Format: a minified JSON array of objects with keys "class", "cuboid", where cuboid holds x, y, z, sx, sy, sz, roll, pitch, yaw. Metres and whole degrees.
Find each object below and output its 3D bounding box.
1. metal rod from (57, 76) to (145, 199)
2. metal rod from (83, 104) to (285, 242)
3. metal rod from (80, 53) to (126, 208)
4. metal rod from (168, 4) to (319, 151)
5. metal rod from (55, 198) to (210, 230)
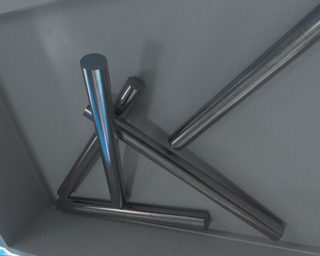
[{"class":"metal rod","cuboid":[-0.104,0.032,0.483,0.025,0.025,0.298,41,129,0]},{"class":"metal rod","cuboid":[0.032,0.057,0.408,0.301,0.025,0.025,34,129,-2]},{"class":"metal rod","cuboid":[-0.065,0.031,0.406,0.025,0.025,0.298,22,144,15]},{"class":"metal rod","cuboid":[0.106,-0.060,0.315,0.025,0.025,0.299,44,129,-3]},{"class":"metal rod","cuboid":[-0.062,0.143,0.529,0.300,0.025,0.025,-2,118,29]}]
